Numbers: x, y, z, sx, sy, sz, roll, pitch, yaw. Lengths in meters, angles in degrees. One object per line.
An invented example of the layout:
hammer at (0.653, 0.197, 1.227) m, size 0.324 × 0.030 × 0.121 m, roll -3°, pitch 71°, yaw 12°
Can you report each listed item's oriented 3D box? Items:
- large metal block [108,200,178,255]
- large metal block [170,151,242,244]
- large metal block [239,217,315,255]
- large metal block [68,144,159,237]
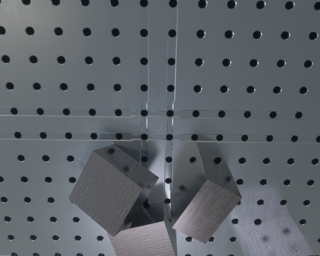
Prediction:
large metal block at (-0.023, 0.163, 0.460) m, size 0.080 × 0.050 × 0.080 m, roll -14°, pitch 110°, yaw 5°
large metal block at (0.057, 0.091, 0.418) m, size 0.050 × 0.080 × 0.080 m, roll 29°, pitch 108°, yaw -10°
large metal block at (0.168, 0.181, 0.452) m, size 0.080 × 0.080 × 0.050 m, roll -11°, pitch 110°, yaw 4°
large metal block at (-0.062, 0.080, 0.413) m, size 0.080 × 0.050 × 0.080 m, roll 35°, pitch 108°, yaw 15°
